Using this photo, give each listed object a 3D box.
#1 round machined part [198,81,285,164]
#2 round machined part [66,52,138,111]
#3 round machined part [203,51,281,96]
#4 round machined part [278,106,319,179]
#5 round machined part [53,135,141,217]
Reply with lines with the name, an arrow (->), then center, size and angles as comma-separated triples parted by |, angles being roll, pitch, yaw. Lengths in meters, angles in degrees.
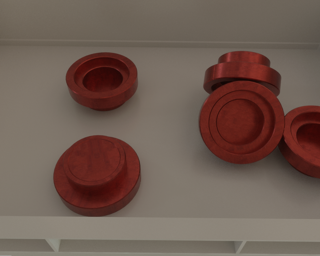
round machined part -> 0.096, -0.008, 0.380 | 0.099, 0.042, 0.097 | 0, 94, 3
round machined part -> -0.081, -0.062, 0.445 | 0.099, 0.042, 0.098 | 0, 50, 0
round machined part -> 0.109, -0.069, 0.413 | 0.099, 0.098, 0.042 | 8, 80, 6
round machined part -> 0.192, 0.022, 0.379 | 0.099, 0.042, 0.098 | 0, 50, 0
round machined part -> -0.072, 0.047, 0.354 | 0.099, 0.042, 0.098 | 0, 50, 0
